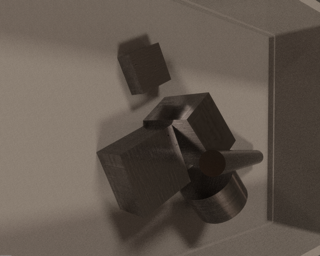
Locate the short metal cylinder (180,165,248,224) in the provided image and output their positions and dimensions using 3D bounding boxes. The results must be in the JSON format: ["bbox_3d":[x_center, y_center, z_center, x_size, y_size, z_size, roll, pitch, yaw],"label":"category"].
[{"bbox_3d":[0.076,0.086,0.437,0.080,0.080,0.050,-49,120,-29],"label":"short metal cylinder"}]

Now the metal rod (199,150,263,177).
[{"bbox_3d":[0.111,0.042,0.422,0.301,0.025,0.025,9,84,-65],"label":"metal rod"}]

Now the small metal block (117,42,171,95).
[{"bbox_3d":[-0.019,-0.075,0.392,0.050,0.025,0.050,-33,111,-35],"label":"small metal block"}]

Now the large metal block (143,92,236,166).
[{"bbox_3d":[0.039,0.003,0.405,0.050,0.080,0.080,-50,120,-29],"label":"large metal block"}]

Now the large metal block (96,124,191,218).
[{"bbox_3d":[-0.018,0.048,0.377,0.081,0.050,0.080,-31,110,-36],"label":"large metal block"}]
